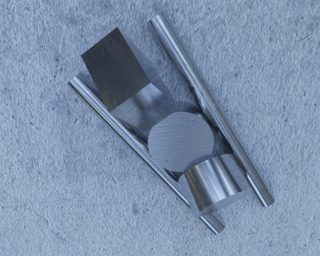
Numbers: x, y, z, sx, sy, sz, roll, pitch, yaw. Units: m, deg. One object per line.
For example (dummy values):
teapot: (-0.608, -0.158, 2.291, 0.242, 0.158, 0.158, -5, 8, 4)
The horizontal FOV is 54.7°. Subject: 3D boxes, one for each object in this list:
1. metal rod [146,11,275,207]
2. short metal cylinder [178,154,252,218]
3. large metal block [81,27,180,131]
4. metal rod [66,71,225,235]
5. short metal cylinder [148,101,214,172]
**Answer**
metal rod: (0.075, -0.012, 0.407, 0.025, 0.025, 0.299, -31, 108, 10)
short metal cylinder: (0.071, 0.076, 0.404, 0.080, 0.080, 0.050, -30, 65, 10)
large metal block: (-0.031, -0.050, 0.346, 0.050, 0.080, 0.080, -35, 65, 12)
metal rod: (-0.010, 0.044, 0.426, 0.025, 0.025, 0.300, -39, 106, 13)
short metal cylinder: (0.025, 0.010, 0.401, 0.081, 0.050, 0.079, 0, 110, 0)
